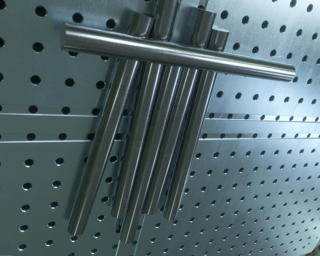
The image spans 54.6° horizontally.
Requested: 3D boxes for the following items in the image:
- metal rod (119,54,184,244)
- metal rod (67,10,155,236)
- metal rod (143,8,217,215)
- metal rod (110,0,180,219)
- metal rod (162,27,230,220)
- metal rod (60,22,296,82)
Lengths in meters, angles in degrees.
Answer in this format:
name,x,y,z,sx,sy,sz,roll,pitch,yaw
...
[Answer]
name,x,y,z,sx,sy,sz,roll,pitch,yaw
metal rod,-0.017,0.042,0.427,0.025,0.025,0.298,1,118,-29
metal rod,-0.067,0.011,0.379,0.025,0.025,0.298,7,115,-32
metal rod,0.018,-0.005,0.419,0.025,0.025,0.298,1,118,-29
metal rod,-0.026,-0.007,0.392,0.025,0.025,0.298,1,118,-29
metal rod,0.044,0.011,0.442,0.025,0.025,0.298,-2,120,-27
metal rod,0.044,-0.079,0.353,0.302,0.025,0.025,2,118,-29
